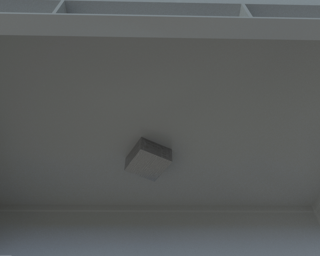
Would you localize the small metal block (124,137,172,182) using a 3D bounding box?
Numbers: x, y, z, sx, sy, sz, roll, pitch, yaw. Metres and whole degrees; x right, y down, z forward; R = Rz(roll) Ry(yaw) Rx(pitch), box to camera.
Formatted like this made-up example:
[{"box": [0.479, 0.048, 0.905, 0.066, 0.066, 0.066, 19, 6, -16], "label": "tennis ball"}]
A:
[{"box": [-0.017, 0.046, 0.448, 0.050, 0.025, 0.050, 24, 126, -19], "label": "small metal block"}]
